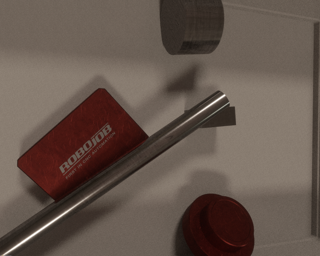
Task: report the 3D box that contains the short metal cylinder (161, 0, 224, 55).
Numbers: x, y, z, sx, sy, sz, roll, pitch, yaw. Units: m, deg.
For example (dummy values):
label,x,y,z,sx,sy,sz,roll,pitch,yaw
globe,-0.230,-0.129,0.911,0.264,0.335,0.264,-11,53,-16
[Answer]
label,x,y,z,sx,sy,sz,roll,pitch,yaw
short metal cylinder,0.039,-0.135,0.397,0.050,0.080,0.079,-7,93,-20

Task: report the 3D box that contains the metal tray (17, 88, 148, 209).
label,x,y,z,sx,sy,sz,roll,pitch,yaw
metal tray,-0.089,0.026,0.375,0.130,0.030,0.090,-45,104,-15

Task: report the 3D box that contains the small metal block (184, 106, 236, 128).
label,x,y,z,sx,sy,sz,roll,pitch,yaw
small metal block,0.068,-0.014,0.424,0.050,0.050,0.025,-5,92,-20

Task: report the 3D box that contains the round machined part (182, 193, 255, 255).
label,x,y,z,sx,sy,sz,roll,pitch,yaw
round machined part,0.083,0.129,0.406,0.099,0.042,0.098,16,44,-16

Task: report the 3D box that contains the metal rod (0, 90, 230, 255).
label,x,y,z,sx,sy,sz,roll,pitch,yaw
metal rod,-0.044,0.047,0.354,0.301,0.025,0.025,-34,102,-12
